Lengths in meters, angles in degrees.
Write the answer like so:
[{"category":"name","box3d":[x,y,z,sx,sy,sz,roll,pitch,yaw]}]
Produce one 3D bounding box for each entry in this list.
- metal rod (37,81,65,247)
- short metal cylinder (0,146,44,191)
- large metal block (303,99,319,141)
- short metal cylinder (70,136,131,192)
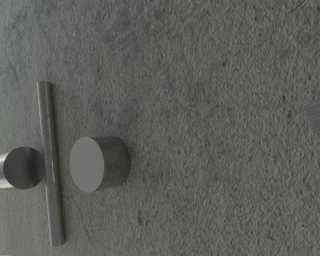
[{"category":"metal rod","box3d":[-0.201,0.062,0.570,0.025,0.025,0.298,-12,83,39]},{"category":"short metal cylinder","box3d":[-0.269,0.078,0.591,0.050,0.081,0.080,-13,82,39]},{"category":"large metal block","box3d":[0.176,0.002,0.243,0.080,0.050,0.080,-30,72,36]},{"category":"short metal cylinder","box3d":[-0.090,0.052,0.463,0.080,0.050,0.079,0,90,40]}]
